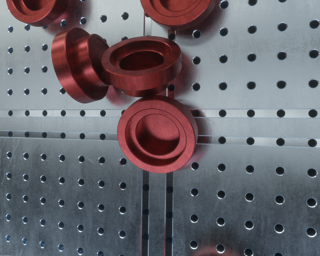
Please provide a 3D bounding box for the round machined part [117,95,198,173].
[{"bbox_3d":[0.000,0.005,0.393,0.098,0.042,0.097,6,113,13],"label":"round machined part"}]

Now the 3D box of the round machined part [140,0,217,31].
[{"bbox_3d":[0.027,-0.172,0.394,0.098,0.042,0.097,0,90,20],"label":"round machined part"}]

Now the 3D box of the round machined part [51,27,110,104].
[{"bbox_3d":[-0.092,-0.084,0.407,0.042,0.098,0.098,-13,86,20],"label":"round machined part"}]

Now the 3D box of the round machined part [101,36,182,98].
[{"bbox_3d":[-0.021,-0.075,0.393,0.098,0.098,0.042,11,135,19],"label":"round machined part"}]

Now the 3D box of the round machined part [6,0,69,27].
[{"bbox_3d":[-0.178,-0.201,0.467,0.098,0.042,0.097,0,90,20],"label":"round machined part"}]
